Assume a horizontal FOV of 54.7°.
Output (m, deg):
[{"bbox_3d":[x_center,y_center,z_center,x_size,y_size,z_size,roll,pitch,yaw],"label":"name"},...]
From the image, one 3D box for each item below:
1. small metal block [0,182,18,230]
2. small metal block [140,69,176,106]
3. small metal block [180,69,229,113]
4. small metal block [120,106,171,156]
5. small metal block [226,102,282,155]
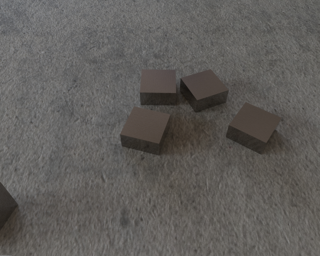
[{"bbox_3d":[-0.178,0.085,0.313,0.025,0.050,0.050,14,52,11],"label":"small metal block"},{"bbox_3d":[-0.002,-0.060,0.454,0.050,0.025,0.050,1,50,0],"label":"small metal block"},{"bbox_3d":[0.063,-0.055,0.450,0.050,0.025,0.050,-19,53,-16],"label":"small metal block"},{"bbox_3d":[-0.018,0.003,0.401,0.050,0.025,0.050,13,51,10],"label":"small metal block"},{"bbox_3d":[0.122,-0.001,0.405,0.050,0.025,0.050,28,55,21],"label":"small metal block"}]
